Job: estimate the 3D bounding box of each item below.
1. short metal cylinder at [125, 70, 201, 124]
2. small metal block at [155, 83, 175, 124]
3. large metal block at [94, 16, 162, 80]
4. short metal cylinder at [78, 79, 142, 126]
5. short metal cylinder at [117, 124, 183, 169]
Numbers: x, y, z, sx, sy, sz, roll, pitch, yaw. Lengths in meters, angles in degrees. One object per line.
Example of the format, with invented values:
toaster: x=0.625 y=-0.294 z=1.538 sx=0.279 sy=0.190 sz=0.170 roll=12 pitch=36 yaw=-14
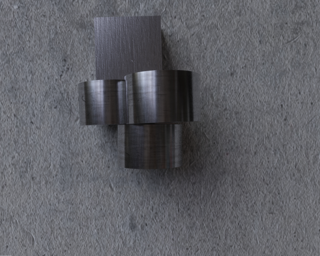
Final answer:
short metal cylinder: x=0.003 y=-0.031 z=0.334 sx=0.081 sy=0.080 sz=0.050 roll=-2 pitch=90 yaw=0
small metal block: x=0.007 y=-0.030 z=0.401 sx=0.025 sy=0.050 sz=0.050 roll=1 pitch=90 yaw=0
large metal block: x=-0.038 y=-0.095 z=0.399 sx=0.081 sy=0.050 sz=0.080 roll=-2 pitch=90 yaw=0
short metal cylinder: x=-0.059 y=-0.029 z=0.384 sx=0.081 sy=0.080 sz=0.050 roll=-2 pitch=90 yaw=0
short metal cylinder: x=-0.012 y=0.021 z=0.384 sx=0.081 sy=0.080 sz=0.050 roll=0 pitch=90 yaw=0
